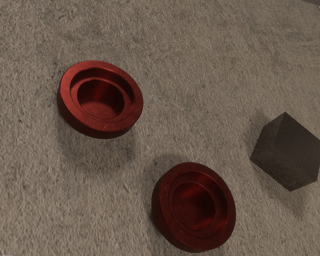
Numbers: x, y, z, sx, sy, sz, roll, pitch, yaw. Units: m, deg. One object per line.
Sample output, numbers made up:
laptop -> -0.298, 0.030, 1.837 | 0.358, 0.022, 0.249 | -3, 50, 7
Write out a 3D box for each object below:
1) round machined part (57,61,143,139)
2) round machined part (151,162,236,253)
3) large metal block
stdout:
round machined part -> -0.073, -0.030, 0.373 | 0.099, 0.042, 0.098 | 14, 56, -21
round machined part -> 0.035, 0.092, 0.357 | 0.099, 0.042, 0.098 | 14, 56, -21
large metal block -> 0.195, 0.036, 0.474 | 0.080, 0.050, 0.080 | 39, 51, -3
